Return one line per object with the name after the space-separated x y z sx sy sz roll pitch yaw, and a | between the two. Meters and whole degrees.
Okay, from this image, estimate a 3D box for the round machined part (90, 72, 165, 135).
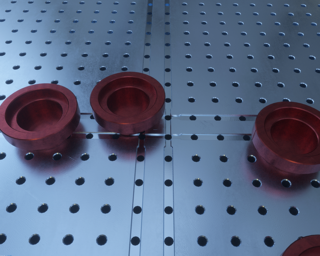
-0.042 -0.029 0.421 0.099 0.042 0.098 0 50 0 | round machined part

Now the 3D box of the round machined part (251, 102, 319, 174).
0.164 0.016 0.385 0.099 0.042 0.098 0 50 0 | round machined part

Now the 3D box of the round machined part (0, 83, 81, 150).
-0.153 -0.010 0.403 0.099 0.042 0.098 0 50 0 | round machined part

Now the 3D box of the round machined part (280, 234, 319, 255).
0.148 0.150 0.273 0.099 0.042 0.098 0 50 0 | round machined part
